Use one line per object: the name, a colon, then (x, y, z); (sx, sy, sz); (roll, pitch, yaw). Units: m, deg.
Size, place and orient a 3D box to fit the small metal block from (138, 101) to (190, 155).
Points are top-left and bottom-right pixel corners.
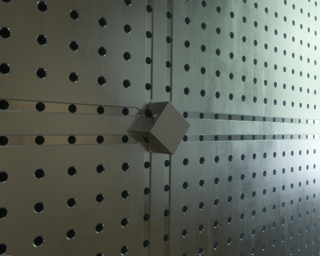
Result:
small metal block: (0.007, 0.000, 0.414); (0.050, 0.025, 0.050); (46, 63, -31)
